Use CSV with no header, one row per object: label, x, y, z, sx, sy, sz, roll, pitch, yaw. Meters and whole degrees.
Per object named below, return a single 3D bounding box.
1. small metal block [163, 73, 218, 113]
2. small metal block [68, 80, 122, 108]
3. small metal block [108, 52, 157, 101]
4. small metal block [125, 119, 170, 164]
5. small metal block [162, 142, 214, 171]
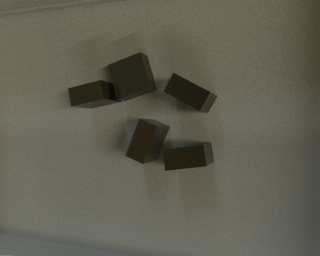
small metal block,0.039,-0.042,0.383,0.050,0.050,0.025,31,100,17
small metal block,-0.088,-0.045,0.427,0.050,0.050,0.025,-10,87,19
small metal block,-0.037,-0.069,0.423,0.050,0.025,0.050,-17,84,18
small metal block,-0.015,0.016,0.402,0.025,0.050,0.050,23,98,18
small metal block,0.036,0.035,0.384,0.050,0.050,0.025,-9,87,19
